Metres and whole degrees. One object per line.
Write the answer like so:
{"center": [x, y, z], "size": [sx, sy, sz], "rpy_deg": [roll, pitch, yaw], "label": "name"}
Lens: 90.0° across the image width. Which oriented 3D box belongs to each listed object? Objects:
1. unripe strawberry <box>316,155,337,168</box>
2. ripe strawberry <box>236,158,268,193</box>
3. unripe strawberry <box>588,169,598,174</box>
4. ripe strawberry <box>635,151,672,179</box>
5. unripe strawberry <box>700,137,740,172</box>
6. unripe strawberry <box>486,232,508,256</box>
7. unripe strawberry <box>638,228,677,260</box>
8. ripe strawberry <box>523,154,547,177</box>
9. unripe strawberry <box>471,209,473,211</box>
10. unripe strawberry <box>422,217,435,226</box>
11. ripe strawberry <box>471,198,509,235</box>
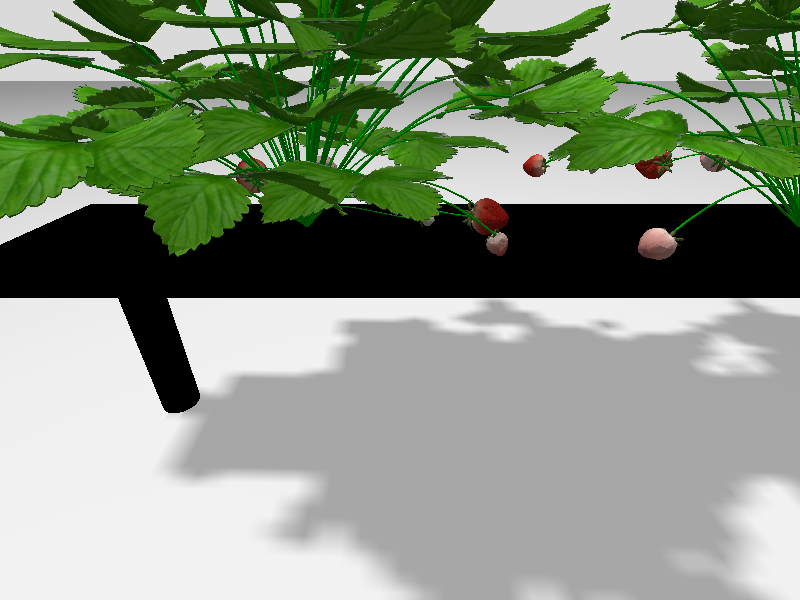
{"center": [-0.096, -0.167, 0.506], "size": [0.034, 0.030, 0.031], "rpy_deg": [-2, 30, -3], "label": "unripe strawberry"}
{"center": [-0.172, -0.145, 0.464], "size": [0.037, 0.039, 0.040], "rpy_deg": [-20, 35, -30], "label": "ripe strawberry"}
{"center": [0.243, -0.165, 0.506], "size": [0.011, 0.011, 0.011], "rpy_deg": [-20, 36, -30], "label": "unripe strawberry"}
{"center": [0.322, -0.174, 0.512], "size": [0.041, 0.036, 0.037], "rpy_deg": [-7, 25, -12], "label": "ripe strawberry"}
{"center": [0.436, -0.201, 0.547], "size": [0.042, 0.048, 0.046], "rpy_deg": [9, 31, 15], "label": "unripe strawberry"}
{"center": [0.075, -0.042, 0.308], "size": [0.017, 0.017, 0.019], "rpy_deg": [-22, 17, 33], "label": "unripe strawberry"}
{"center": [0.191, -0.041, 0.300], "size": [0.025, 0.022, 0.025], "rpy_deg": [-26, 36, -9], "label": "unripe strawberry"}
{"center": [0.176, -0.175, 0.526], "size": [0.027, 0.029, 0.029], "rpy_deg": [-26, 26, -37], "label": "ripe strawberry"}
{"center": [0.072, -0.079, 0.372], "size": [0.014, 0.014, 0.013], "rpy_deg": [-9, 31, 1], "label": "unripe strawberry"}
{"center": [0.025, -0.073, 0.365], "size": [0.012, 0.010, 0.012], "rpy_deg": [0, 30, -1], "label": "unripe strawberry"}
{"center": [0.077, -0.071, 0.342], "size": [0.031, 0.030, 0.034], "rpy_deg": [4, 31, 6], "label": "ripe strawberry"}
